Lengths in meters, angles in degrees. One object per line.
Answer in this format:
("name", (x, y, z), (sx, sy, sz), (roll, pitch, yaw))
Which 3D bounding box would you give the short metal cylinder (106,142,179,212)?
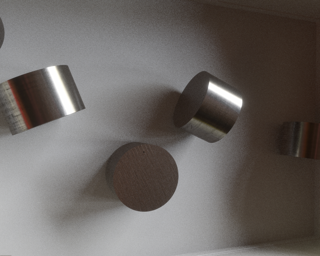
("short metal cylinder", (-0.024, 0.059, 0.388), (0.081, 0.050, 0.080), (0, 90, -20))

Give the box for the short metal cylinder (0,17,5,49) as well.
("short metal cylinder", (-0.209, -0.109, 0.320), (0.081, 0.050, 0.080), (0, 90, -20))

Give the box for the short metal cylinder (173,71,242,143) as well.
("short metal cylinder", (0.060, -0.027, 0.403), (0.050, 0.080, 0.080), (26, 82, -19))

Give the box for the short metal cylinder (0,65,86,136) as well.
("short metal cylinder", (-0.128, -0.030, 0.334), (0.081, 0.080, 0.050), (-23, 98, -19))

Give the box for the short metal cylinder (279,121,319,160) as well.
("short metal cylinder", (0.224, 0.021, 0.463), (0.081, 0.080, 0.050), (9, 87, -20))
